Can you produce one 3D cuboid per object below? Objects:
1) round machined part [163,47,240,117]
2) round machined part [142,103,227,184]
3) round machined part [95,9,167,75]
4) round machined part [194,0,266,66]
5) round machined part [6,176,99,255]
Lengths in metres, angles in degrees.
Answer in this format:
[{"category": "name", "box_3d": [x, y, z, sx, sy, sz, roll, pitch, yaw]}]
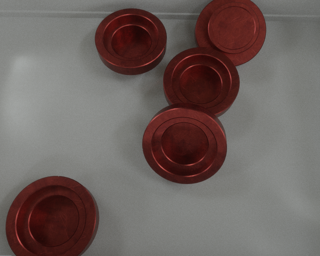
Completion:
[{"category": "round machined part", "box_3d": [0.054, -0.055, 0.419, 0.099, 0.042, 0.098, 0, 75, 2]}, {"category": "round machined part", "box_3d": [0.031, 0.016, 0.378, 0.098, 0.042, 0.097, 3, 112, 9]}, {"category": "round machined part", "box_3d": [-0.040, -0.118, 0.443, 0.099, 0.042, 0.098, 0, 70, -1]}, {"category": "round machined part", "box_3d": [0.099, -0.135, 0.431, 0.099, 0.042, 0.097, 0, 97, 1]}, {"category": "round machined part", "box_3d": [-0.120, 0.108, 0.360, 0.099, 0.042, 0.098, 0, 70, -1]}]
